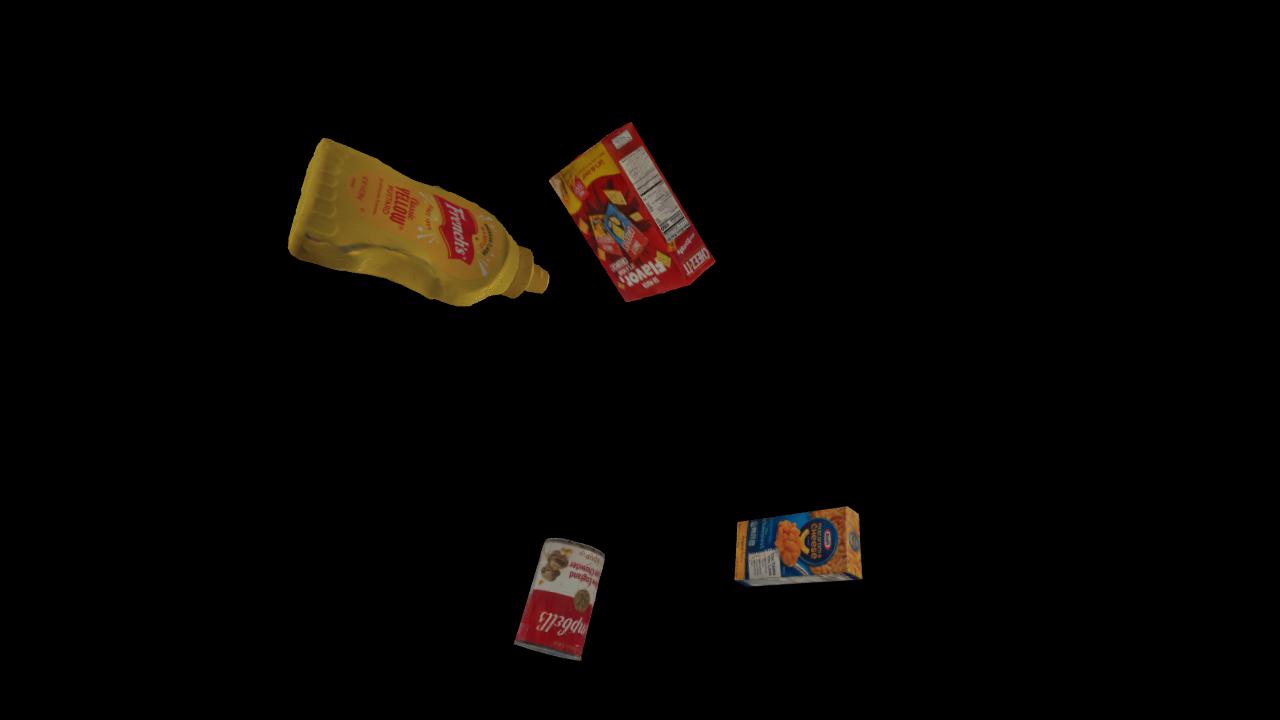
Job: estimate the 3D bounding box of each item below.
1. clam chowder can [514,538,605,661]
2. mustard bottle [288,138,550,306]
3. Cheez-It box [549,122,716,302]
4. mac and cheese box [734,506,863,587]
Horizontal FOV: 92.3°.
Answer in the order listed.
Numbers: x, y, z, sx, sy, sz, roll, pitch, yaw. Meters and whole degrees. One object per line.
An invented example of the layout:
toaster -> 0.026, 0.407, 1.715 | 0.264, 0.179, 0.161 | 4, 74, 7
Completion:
clam chowder can -> -0.078, 0.238, 0.616 | 0.068, 0.102, 0.068 | 11, -30, 6
mustard bottle -> -0.149, -0.086, 0.454 | 0.184, 0.092, 0.054 | 18, -43, -35
Cheez-It box -> -0.015, -0.199, 0.878 | 0.071, 0.223, 0.166 | -42, 18, -28
mac and cheese box -> 0.220, 0.268, 0.876 | 0.184, 0.093, 0.041 | -23, -46, 40
